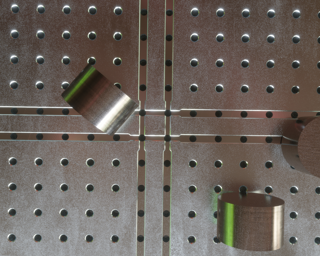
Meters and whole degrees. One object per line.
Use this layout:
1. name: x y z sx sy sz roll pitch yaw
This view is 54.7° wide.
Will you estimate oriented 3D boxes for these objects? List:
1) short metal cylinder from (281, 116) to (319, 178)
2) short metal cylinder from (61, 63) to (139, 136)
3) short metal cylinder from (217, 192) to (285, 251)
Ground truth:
1. short metal cylinder: 0.208 0.024 0.404 0.081 0.050 0.079 0 90 -1
2. short metal cylinder: -0.073 -0.035 0.385 0.080 0.080 0.050 40 90 -1
3. short metal cylinder: 0.112 0.114 0.388 0.081 0.080 0.050 1 90 -1
